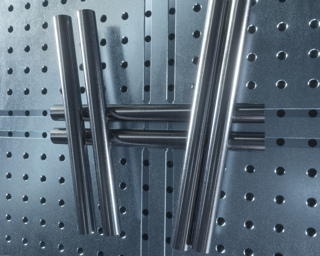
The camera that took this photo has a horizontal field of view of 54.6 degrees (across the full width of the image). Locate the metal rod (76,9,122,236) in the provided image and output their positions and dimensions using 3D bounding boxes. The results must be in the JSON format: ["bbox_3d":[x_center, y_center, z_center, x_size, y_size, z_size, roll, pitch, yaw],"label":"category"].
[{"bbox_3d":[-0.082,-0.009,0.416,0.025,0.025,0.299,-8,87,20],"label":"metal rod"}]

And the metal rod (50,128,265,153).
[{"bbox_3d":[-0.016,0.014,0.419,0.301,0.025,0.025,1,91,20],"label":"metal rod"}]

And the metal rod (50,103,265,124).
[{"bbox_3d":[-0.017,-0.020,0.420,0.301,0.025,0.025,1,91,20],"label":"metal rod"}]

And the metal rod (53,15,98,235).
[{"bbox_3d":[-0.117,-0.006,0.429,0.025,0.025,0.299,-9,87,20],"label":"metal rod"}]

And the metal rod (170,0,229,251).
[{"bbox_3d":[0.047,-0.003,0.371,0.025,0.025,0.298,10,93,20],"label":"metal rod"}]

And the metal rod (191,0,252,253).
[{"bbox_3d":[0.071,-0.004,0.362,0.025,0.025,0.298,10,93,20],"label":"metal rod"}]
